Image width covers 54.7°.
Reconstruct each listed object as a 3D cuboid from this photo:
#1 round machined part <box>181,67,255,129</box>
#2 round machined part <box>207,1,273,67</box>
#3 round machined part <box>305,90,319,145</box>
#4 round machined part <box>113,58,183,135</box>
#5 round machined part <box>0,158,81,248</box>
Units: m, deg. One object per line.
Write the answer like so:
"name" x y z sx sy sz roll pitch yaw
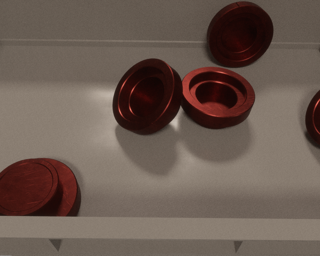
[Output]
"round machined part" 0.075 -0.037 0.423 0.099 0.042 0.098 3 49 -3
"round machined part" 0.122 -0.149 0.486 0.099 0.097 0.042 -3 38 -3
"round machined part" 0.239 -0.013 0.385 0.042 0.098 0.098 23 42 -31
"round machined part" -0.012 -0.037 0.405 0.098 0.042 0.098 -14 64 32
"round machined part" -0.138 0.072 0.332 0.099 0.042 0.098 0 50 0
